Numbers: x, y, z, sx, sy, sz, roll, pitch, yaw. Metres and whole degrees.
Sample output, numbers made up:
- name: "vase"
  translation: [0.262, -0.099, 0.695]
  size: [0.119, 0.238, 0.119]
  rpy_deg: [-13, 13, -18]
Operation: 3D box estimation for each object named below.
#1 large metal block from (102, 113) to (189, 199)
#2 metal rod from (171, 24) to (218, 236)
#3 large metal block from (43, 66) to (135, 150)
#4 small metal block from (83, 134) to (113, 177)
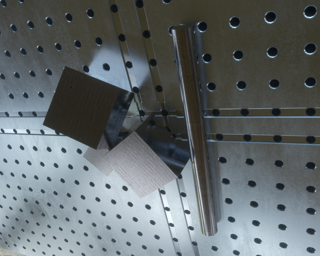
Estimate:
- name: "large metal block"
  translation: [-0.019, 0.040, 0.428]
  size: [0.080, 0.050, 0.080]
  rpy_deg: [48, 129, -6]
- name: "metal rod"
  translation: [0.049, 0.023, 0.398]
  size: [0.025, 0.025, 0.298]
  rpy_deg: [3, 120, 26]
- name: "large metal block"
  translation: [-0.091, -0.025, 0.403]
  size: [0.080, 0.050, 0.080]
  rpy_deg: [23, 94, 14]
- name: "small metal block"
  translation: [-0.084, 0.040, 0.478]
  size: [0.050, 0.025, 0.050]
  rpy_deg: [40, 129, 0]
